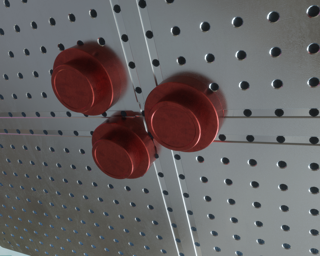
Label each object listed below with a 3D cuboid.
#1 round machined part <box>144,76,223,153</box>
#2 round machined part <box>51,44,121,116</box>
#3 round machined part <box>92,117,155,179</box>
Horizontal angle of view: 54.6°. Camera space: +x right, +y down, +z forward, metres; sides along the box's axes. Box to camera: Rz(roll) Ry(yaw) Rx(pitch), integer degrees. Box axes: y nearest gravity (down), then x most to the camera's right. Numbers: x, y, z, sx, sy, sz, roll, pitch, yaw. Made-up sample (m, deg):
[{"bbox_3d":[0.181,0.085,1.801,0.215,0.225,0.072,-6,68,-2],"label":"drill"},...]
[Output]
[{"bbox_3d":[0.024,-0.010,0.382,0.098,0.042,0.097,13,124,21],"label":"round machined part"},{"bbox_3d":[-0.106,-0.059,0.420,0.098,0.042,0.097,13,124,21],"label":"round machined part"},{"bbox_3d":[-0.060,0.036,0.455,0.098,0.042,0.097,13,124,21],"label":"round machined part"}]
